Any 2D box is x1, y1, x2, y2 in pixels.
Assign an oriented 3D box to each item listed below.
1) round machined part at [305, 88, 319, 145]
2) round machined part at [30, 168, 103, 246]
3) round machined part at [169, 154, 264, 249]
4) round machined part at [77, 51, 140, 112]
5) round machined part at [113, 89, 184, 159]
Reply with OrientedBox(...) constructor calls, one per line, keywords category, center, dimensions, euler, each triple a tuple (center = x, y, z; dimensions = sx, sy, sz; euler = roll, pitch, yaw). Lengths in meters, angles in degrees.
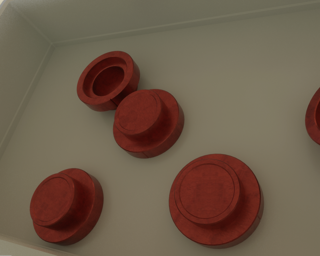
OrientedBox(category="round machined part", center=(0.191, -0.014, 0.285), dimensions=(0.098, 0.042, 0.098), euler=(-47, 23, 27))
OrientedBox(category="round machined part", center=(-0.126, 0.097, 0.400), dimensions=(0.098, 0.042, 0.098), euler=(-13, 56, 20))
OrientedBox(category="round machined part", center=(0.054, 0.071, 0.322), dimensions=(0.098, 0.042, 0.098), euler=(-13, 56, 20))
OrientedBox(category="round machined part", center=(-0.073, -0.066, 0.472), dimensions=(0.098, 0.042, 0.098), euler=(-13, 56, 20))
OrientedBox(category="round machined part", center=(-0.021, -0.012, 0.412), dimensions=(0.098, 0.042, 0.098), euler=(-13, 56, 20))
